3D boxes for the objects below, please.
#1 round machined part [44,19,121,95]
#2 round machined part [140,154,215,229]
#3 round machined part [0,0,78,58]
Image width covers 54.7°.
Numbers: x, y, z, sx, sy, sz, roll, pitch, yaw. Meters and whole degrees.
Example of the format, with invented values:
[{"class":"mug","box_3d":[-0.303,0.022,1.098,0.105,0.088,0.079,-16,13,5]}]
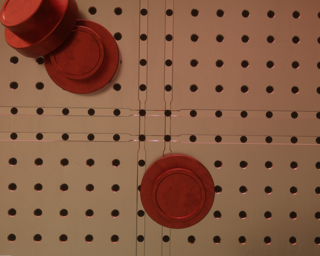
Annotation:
[{"class":"round machined part","box_3d":[-0.103,-0.093,0.403,0.099,0.042,0.097,0,90,-1]},{"class":"round machined part","box_3d":[0.023,0.084,0.405,0.099,0.042,0.097,0,90,-1]},{"class":"round machined part","box_3d":[-0.154,-0.139,0.380,0.098,0.042,0.098,-9,65,21]}]
